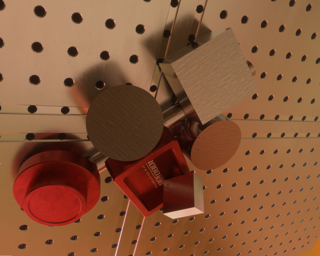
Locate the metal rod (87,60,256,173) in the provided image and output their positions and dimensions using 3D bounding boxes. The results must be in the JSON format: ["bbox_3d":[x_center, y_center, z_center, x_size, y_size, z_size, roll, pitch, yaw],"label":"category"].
[{"bbox_3d":[-0.003,-0.003,0.410,0.301,0.025,0.025,-32,129,-7],"label":"metal rod"}]

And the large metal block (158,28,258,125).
[{"bbox_3d":[0.057,-0.062,0.372,0.080,0.050,0.080,-32,109,-7],"label":"large metal block"}]

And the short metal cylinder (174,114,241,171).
[{"bbox_3d":[0.066,0.013,0.438,0.081,0.050,0.079,-14,124,-21],"label":"short metal cylinder"}]

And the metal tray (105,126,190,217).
[{"bbox_3d":[-0.007,0.065,0.425,0.090,0.030,0.130,-33,142,-7],"label":"metal tray"}]

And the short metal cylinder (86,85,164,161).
[{"bbox_3d":[-0.037,-0.003,0.346,0.081,0.050,0.080,0,82,-3],"label":"short metal cylinder"}]

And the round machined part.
[{"bbox_3d":[-0.121,0.077,0.365,0.099,0.042,0.097,-5,124,-7],"label":"round machined part"}]

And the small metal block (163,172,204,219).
[{"bbox_3d":[0.032,0.095,0.434,0.050,0.050,0.025,-21,139,30],"label":"small metal block"}]
